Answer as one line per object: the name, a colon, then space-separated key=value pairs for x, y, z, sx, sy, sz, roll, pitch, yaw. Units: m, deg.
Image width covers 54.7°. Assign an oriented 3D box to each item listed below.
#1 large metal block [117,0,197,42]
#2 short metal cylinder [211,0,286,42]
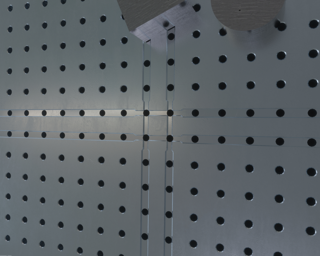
large metal block: x=-0.009 y=-0.172 z=0.402 sx=0.080 sy=0.050 sz=0.080 roll=-24 pitch=82 yaw=18
short metal cylinder: x=0.104 y=-0.147 z=0.362 sx=0.080 sy=0.050 sz=0.080 roll=0 pitch=90 yaw=20
